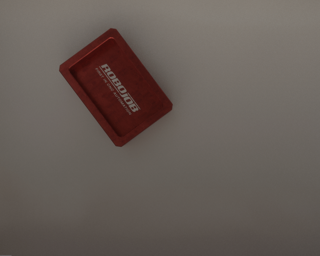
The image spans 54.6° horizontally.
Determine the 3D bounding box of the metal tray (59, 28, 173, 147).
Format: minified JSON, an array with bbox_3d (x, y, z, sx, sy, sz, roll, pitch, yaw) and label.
[{"bbox_3d":[-0.056,-0.052,0.408,0.090,0.030,0.130,-37,90,0],"label":"metal tray"}]
